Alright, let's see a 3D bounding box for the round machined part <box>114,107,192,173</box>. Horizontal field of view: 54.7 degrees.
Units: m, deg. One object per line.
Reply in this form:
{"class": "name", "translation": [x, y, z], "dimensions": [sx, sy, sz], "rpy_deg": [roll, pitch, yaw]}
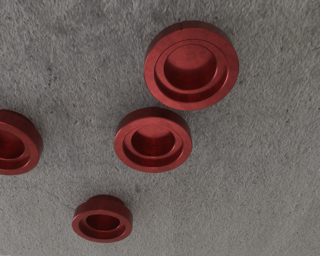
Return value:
{"class": "round machined part", "translation": [-0.008, 0.011, 0.405], "dimensions": [0.099, 0.042, 0.097], "rpy_deg": [0, 130, 0]}

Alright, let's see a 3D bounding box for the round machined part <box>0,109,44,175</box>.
{"class": "round machined part", "translation": [-0.203, 0.015, 0.406], "dimensions": [0.099, 0.042, 0.097], "rpy_deg": [0, 130, 0]}

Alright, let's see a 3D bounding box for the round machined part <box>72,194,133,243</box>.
{"class": "round machined part", "translation": [-0.095, 0.149, 0.522], "dimensions": [0.099, 0.042, 0.097], "rpy_deg": [0, 130, 0]}

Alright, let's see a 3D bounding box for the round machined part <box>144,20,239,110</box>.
{"class": "round machined part", "translation": [0.032, -0.070, 0.337], "dimensions": [0.099, 0.042, 0.097], "rpy_deg": [0, 130, 0]}
